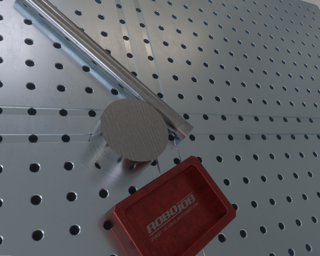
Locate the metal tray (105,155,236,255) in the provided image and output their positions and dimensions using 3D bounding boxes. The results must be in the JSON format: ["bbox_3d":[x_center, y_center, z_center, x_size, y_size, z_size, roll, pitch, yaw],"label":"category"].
[{"bbox_3d":[0.017,0.099,0.353,0.131,0.030,0.090,-27,77,-37],"label":"metal tray"}]

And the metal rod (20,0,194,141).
[{"bbox_3d":[-0.076,-0.090,0.422,0.300,0.025,0.025,41,51,0],"label":"metal rod"}]

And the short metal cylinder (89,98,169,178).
[{"bbox_3d":[-0.037,0.012,0.365,0.081,0.050,0.080,14,56,-21],"label":"short metal cylinder"}]
